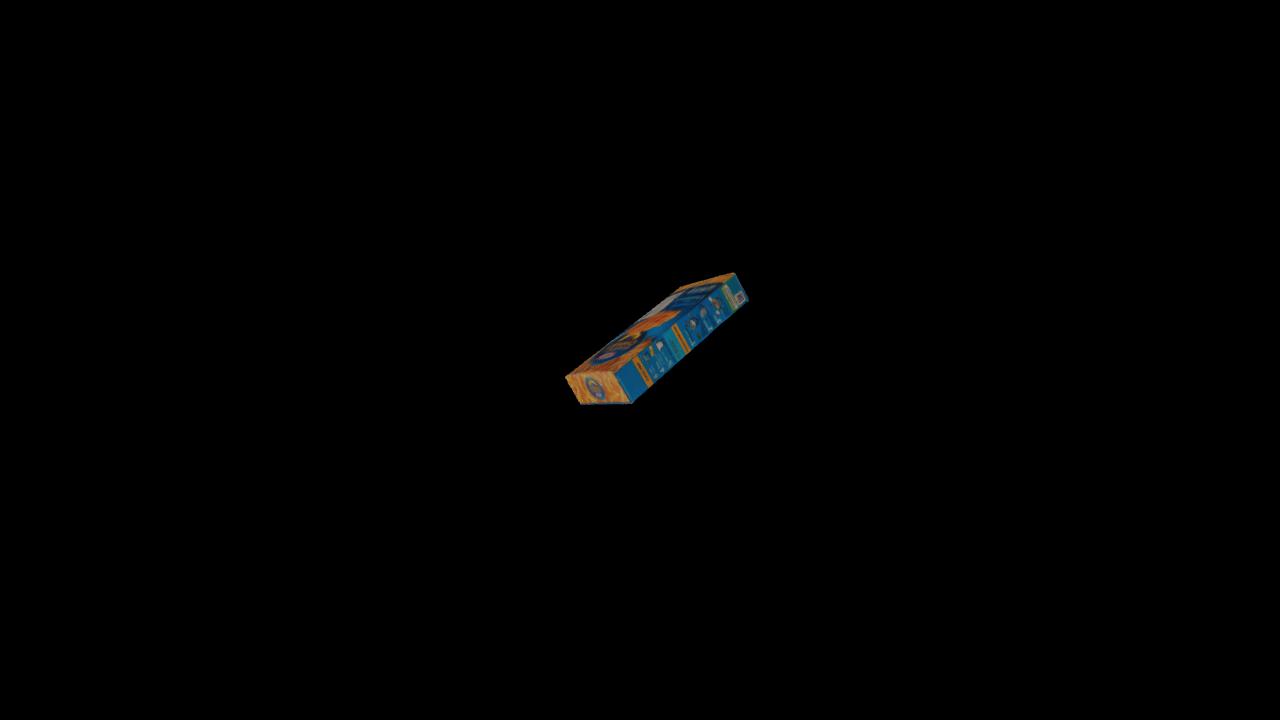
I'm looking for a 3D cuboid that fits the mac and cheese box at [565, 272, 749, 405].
[{"bbox_3d":[0.019,-0.022,0.623,0.184,0.041,0.093,-40,20,-31],"label":"mac and cheese box"}]
